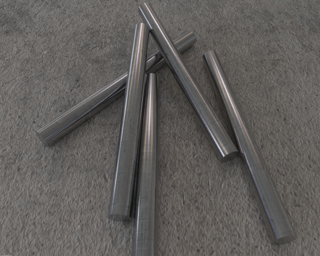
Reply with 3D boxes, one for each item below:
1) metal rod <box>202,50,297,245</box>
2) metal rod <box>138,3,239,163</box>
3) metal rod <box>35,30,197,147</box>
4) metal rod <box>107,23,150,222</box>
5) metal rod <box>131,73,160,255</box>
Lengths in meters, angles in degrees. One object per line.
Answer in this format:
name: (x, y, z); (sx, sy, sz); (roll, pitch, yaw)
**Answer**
metal rod: (0.103, -0.001, 0.404); (0.025, 0.025, 0.300); (-6, 50, -5)
metal rod: (0.030, -0.083, 0.448); (0.025, 0.025, 0.299); (-17, 59, -14)
metal rod: (-0.048, -0.071, 0.462); (0.025, 0.025, 0.302); (35, 58, 25)
metal rod: (-0.036, -0.031, 0.406); (0.025, 0.025, 0.300); (2, 57, 2)
metal rod: (-0.014, 0.042, 0.367); (0.025, 0.025, 0.300); (0, 50, 0)
